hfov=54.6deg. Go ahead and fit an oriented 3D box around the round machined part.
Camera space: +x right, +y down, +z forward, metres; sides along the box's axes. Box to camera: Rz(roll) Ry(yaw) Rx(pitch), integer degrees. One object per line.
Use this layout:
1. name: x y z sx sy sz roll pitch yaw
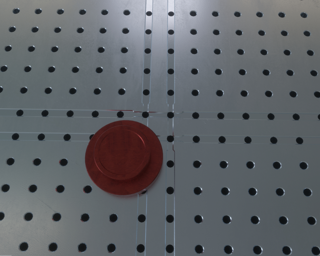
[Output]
1. round machined part: -0.045 0.035 0.390 0.099 0.042 0.098 0 70 0
